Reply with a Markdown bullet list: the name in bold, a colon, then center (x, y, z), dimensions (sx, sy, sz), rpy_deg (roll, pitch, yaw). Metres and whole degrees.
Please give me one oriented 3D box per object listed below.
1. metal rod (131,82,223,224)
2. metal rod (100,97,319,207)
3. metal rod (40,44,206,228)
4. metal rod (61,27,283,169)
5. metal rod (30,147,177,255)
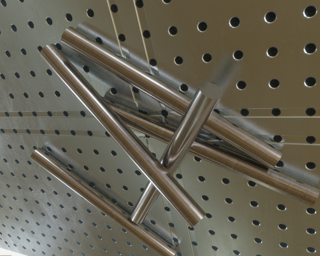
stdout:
- **metal rod**: center (0.007, 0.056, 0.414), dimensions (0.025, 0.025, 0.298), rpy_deg (32, 137, 7)
- **metal rod**: center (0.048, 0.024, 0.399), dimensions (0.301, 0.025, 0.025), rpy_deg (23, 127, 13)
- **metal rod**: center (-0.054, 0.002, 0.398), dimensions (0.300, 0.025, 0.025), rpy_deg (47, 130, 11)
- **metal rod**: center (0.009, -0.041, 0.380), dimensions (0.301, 0.025, 0.025), rpy_deg (32, 128, 7)
- **metal rod**: center (-0.100, 0.132, 0.543), dimensions (0.301, 0.025, 0.025), rpy_deg (36, 129, 4)
